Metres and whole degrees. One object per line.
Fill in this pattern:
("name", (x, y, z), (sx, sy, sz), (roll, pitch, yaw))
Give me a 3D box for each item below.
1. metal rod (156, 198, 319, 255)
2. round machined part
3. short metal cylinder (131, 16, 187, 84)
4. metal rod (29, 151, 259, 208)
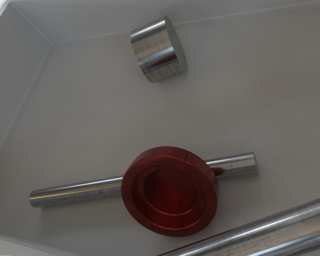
("metal rod", (-0.021, 0.104, 0.200), (0.301, 0.025, 0.025), (-24, 53, 12))
("round machined part", (0.013, 0.062, 0.326), (0.098, 0.097, 0.042), (-13, 19, 20))
("short metal cylinder", (0.000, -0.109, 0.436), (0.050, 0.080, 0.080), (-19, 55, 17))
("metal rod", (-0.035, 0.068, 0.381), (0.301, 0.025, 0.025), (-13, 57, 20))
